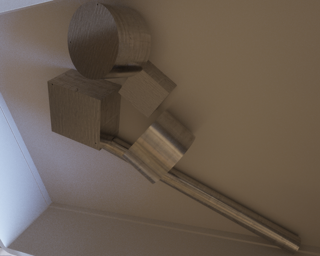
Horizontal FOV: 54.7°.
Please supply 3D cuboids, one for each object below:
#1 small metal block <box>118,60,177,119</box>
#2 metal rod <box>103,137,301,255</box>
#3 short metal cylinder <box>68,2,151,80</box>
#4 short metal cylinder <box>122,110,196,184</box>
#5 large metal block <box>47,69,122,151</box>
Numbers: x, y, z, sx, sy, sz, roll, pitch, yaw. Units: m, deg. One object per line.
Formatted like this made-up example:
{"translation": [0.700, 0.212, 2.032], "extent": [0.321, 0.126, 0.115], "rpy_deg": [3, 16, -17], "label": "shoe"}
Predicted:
{"translation": [-0.016, -0.049, 0.386], "extent": [0.050, 0.025, 0.050], "rpy_deg": [41, 129, -1], "label": "small metal block"}
{"translation": [0.049, 0.087, 0.435], "extent": [0.301, 0.025, 0.025], "rpy_deg": [28, 128, 10], "label": "metal rod"}
{"translation": [-0.057, -0.095, 0.346], "extent": [0.080, 0.050, 0.079], "rpy_deg": [9, 106, 36], "label": "short metal cylinder"}
{"translation": [-0.001, 0.023, 0.387], "extent": [0.050, 0.080, 0.080], "rpy_deg": [43, 129, -1], "label": "short metal cylinder"}
{"translation": [-0.103, -0.026, 0.429], "extent": [0.080, 0.050, 0.079], "rpy_deg": [20, 126, 16], "label": "large metal block"}
